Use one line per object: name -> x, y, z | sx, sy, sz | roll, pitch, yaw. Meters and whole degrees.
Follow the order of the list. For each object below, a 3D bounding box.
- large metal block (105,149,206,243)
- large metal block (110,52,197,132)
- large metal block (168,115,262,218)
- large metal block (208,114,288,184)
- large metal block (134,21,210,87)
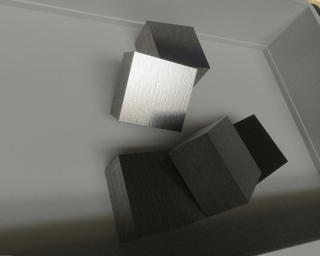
large metal block -> -0.008, 0.072, 0.341 | 0.081, 0.050, 0.080 | -3, 63, -30
large metal block -> -0.010, -0.045, 0.386 | 0.081, 0.050, 0.079 | 11, 98, -23
large metal block -> 0.065, 0.040, 0.349 | 0.080, 0.050, 0.080 | 59, 30, 1
large metal block -> 0.114, 0.037, 0.428 | 0.081, 0.050, 0.080 | -22, 74, -36
large metal block -> 0.017, -0.108, 0.465 | 0.081, 0.050, 0.080 | -3, 63, -30
